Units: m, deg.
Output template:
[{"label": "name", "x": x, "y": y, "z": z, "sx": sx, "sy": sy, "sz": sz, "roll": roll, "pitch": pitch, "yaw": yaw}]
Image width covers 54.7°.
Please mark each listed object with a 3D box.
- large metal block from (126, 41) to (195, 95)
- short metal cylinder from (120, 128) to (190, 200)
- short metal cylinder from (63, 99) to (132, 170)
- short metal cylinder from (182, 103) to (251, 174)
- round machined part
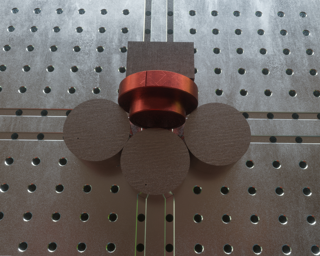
[{"label": "large metal block", "x": 0.001, "y": -0.069, "z": 0.407, "sx": 0.081, "sy": 0.080, "sz": 0.050, "roll": 1, "pitch": 70, "yaw": 0}, {"label": "short metal cylinder", "x": -0.005, "y": 0.045, "z": 0.382, "sx": 0.081, "sy": 0.050, "sz": 0.080, "roll": 0, "pitch": 70, "yaw": 0}, {"label": "short metal cylinder", "x": -0.076, "y": 0.009, "z": 0.395, "sx": 0.081, "sy": 0.050, "sz": 0.080, "roll": 0, "pitch": 70, "yaw": 0}, {"label": "short metal cylinder", "x": 0.069, "y": 0.014, "z": 0.394, "sx": 0.081, "sy": 0.050, "sz": 0.080, "roll": 0, "pitch": 70, "yaw": 0}, {"label": "round machined part", "x": -0.003, "y": -0.028, "z": 0.381, "sx": 0.099, "sy": 0.098, "sz": 0.042, "roll": 2, "pitch": 70, "yaw": 0}]
